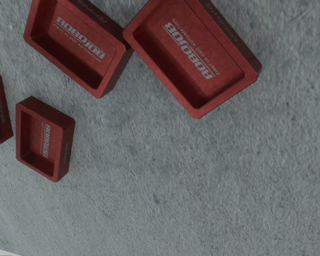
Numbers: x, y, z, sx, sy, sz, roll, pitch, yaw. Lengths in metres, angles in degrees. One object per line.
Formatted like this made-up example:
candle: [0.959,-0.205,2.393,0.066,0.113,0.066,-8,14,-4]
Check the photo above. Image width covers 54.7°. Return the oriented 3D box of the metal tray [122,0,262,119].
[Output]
metal tray: [0.033,-0.083,0.333,0.130,0.030,0.090,49,128,-7]

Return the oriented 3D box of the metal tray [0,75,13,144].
metal tray: [-0.310,-0.042,0.538,0.090,0.030,0.129,19,126,17]

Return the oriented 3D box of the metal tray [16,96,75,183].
metal tray: [-0.194,0.022,0.516,0.090,0.030,0.129,28,128,10]

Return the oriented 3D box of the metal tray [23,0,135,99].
metal tray: [-0.102,-0.110,0.387,0.130,0.030,0.089,39,129,1]
